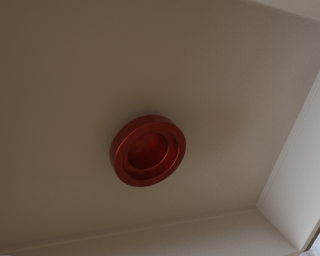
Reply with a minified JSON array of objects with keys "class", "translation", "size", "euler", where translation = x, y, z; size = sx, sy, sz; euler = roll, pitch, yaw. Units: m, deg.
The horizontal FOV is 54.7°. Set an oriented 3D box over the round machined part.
[{"class":"round machined part","translation":[-0.019,0.025,0.405],"size":[0.099,0.042,0.097],"euler":[-14,125,-21]}]
